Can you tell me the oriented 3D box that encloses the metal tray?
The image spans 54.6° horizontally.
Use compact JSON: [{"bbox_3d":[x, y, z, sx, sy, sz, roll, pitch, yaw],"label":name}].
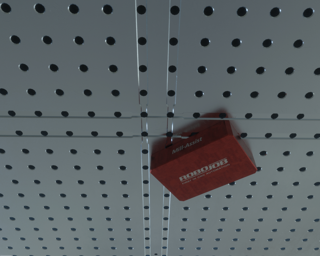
[{"bbox_3d":[0.062,0.053,0.453,0.130,0.030,0.090,-27,125,21],"label":"metal tray"}]
